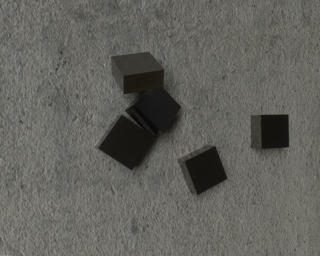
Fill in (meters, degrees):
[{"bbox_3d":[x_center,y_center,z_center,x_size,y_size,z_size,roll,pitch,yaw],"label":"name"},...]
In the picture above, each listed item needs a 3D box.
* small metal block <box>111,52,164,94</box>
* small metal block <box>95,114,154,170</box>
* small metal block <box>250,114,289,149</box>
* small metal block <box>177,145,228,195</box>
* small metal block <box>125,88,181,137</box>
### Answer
[{"bbox_3d":[-0.028,-0.069,0.382,0.050,0.050,0.025,-13,132,-20],"label":"small metal block"},{"bbox_3d":[-0.045,0.018,0.392,0.050,0.025,0.050,37,79,-17],"label":"small metal block"},{"bbox_3d":[0.167,0.005,0.470,0.050,0.025,0.050,-2,91,-20],"label":"small metal block"},{"bbox_3d":[0.059,0.057,0.431,0.050,0.025,0.050,-24,98,-19],"label":"small metal block"},{"bbox_3d":[-0.008,-0.025,0.398,0.050,0.025,0.050,45,55,-15],"label":"small metal block"}]
